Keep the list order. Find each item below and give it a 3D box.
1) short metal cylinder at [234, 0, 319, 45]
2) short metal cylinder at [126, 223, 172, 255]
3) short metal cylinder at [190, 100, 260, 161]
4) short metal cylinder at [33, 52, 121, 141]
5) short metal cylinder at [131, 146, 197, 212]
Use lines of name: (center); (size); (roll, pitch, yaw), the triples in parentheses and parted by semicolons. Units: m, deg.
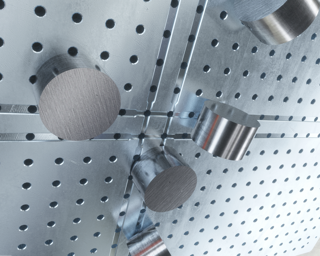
short metal cylinder: (0.134, -0.145, 0.359); (0.050, 0.080, 0.080); (28, 103, -38)
short metal cylinder: (-0.012, 0.201, 0.493); (0.050, 0.080, 0.080); (-31, 129, -8)
short metal cylinder: (0.089, 0.002, 0.425); (0.081, 0.080, 0.050); (7, 115, -32)
short metal cylinder: (-0.088, -0.033, 0.326); (0.081, 0.050, 0.079); (-14, 124, -21)
short metal cylinder: (0.005, 0.073, 0.443); (0.081, 0.050, 0.079); (-14, 124, -21)
